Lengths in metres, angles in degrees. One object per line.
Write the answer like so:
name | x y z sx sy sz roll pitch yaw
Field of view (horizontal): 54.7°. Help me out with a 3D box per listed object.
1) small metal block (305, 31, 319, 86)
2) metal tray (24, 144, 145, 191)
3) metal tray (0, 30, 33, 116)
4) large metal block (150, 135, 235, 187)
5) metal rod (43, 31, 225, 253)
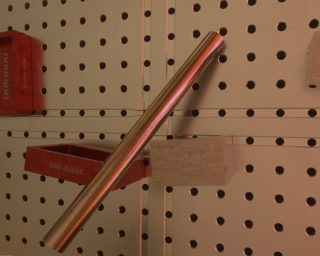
small metal block | 0.176 -0.073 0.337 0.025 0.050 0.050 6 92 20
metal tray | -0.098 0.048 0.412 0.130 0.090 0.030 9 93 19
metal tray | -0.253 -0.084 0.499 0.090 0.030 0.129 -2 89 20
large metal block | 0.042 0.037 0.368 0.080 0.080 0.050 -5 89 20
metal rod | -0.018 0.002 0.348 0.025 0.025 0.300 33 73 17
